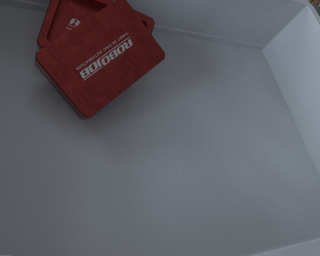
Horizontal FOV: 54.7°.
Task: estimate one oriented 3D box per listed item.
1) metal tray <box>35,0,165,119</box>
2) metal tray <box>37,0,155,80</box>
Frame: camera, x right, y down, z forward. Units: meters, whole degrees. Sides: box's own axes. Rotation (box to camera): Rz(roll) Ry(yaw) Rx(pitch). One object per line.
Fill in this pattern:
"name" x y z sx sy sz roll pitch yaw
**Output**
"metal tray" -0.069 -0.084 0.374 0.131 0.030 0.090 -42 103 -19
"metal tray" -0.081 -0.123 0.406 0.131 0.030 0.090 18 83 -19
